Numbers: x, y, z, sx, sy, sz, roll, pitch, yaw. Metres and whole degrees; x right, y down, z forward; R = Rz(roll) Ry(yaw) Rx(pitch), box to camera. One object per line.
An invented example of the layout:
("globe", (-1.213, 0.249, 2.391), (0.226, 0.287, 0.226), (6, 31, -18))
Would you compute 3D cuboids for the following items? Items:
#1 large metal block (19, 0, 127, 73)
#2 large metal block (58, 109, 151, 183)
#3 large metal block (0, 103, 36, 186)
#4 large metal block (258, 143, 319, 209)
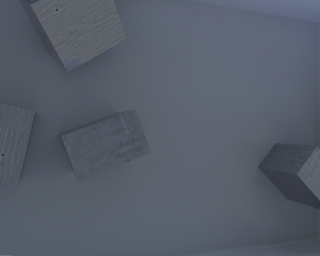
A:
("large metal block", (-0.094, -0.122, 0.342), (0.080, 0.050, 0.080), (-36, 139, -16))
("large metal block", (-0.067, 0.017, 0.356), (0.081, 0.080, 0.050), (-21, 98, -19))
("large metal block", (-0.183, 0.013, 0.330), (0.081, 0.050, 0.080), (13, 86, -20))
("large metal block", (0.209, 0.070, 0.458), (0.080, 0.080, 0.050), (46, 76, -15))
